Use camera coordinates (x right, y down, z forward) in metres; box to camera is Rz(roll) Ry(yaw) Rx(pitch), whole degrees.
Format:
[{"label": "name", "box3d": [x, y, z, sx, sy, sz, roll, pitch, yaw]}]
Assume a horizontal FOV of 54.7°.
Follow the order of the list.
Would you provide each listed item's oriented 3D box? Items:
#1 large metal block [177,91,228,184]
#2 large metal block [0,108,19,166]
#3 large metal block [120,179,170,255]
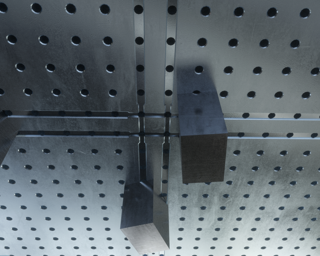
[{"label": "large metal block", "box3d": [0.050, 0.011, 0.386, 0.050, 0.080, 0.079, -3, 130, 2]}, {"label": "large metal block", "box3d": [-0.231, 0.007, 0.378, 0.050, 0.080, 0.080, -13, 129, 10]}, {"label": "large metal block", "box3d": [-0.021, 0.143, 0.497, 0.050, 0.080, 0.080, -14, 129, 11]}]
